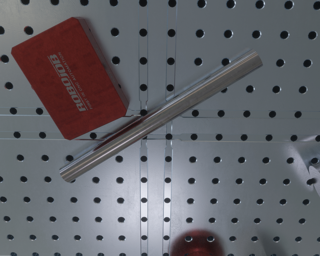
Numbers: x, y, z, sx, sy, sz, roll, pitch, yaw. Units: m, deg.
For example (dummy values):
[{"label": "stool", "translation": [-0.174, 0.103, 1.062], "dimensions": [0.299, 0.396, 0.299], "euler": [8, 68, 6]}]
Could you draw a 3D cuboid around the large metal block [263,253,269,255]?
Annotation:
[{"label": "large metal block", "translation": [0.187, 0.259, 0.481], "dimensions": [0.080, 0.080, 0.050], "euler": [37, 106, -13]}]

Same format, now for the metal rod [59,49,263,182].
[{"label": "metal rod", "translation": [-0.006, -0.011, 0.409], "dimensions": [0.300, 0.025, 0.025], "euler": [-31, 107, 10]}]

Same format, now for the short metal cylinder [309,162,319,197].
[{"label": "short metal cylinder", "translation": [0.246, 0.078, 0.415], "dimensions": [0.050, 0.080, 0.080], "euler": [-24, 109, 8]}]

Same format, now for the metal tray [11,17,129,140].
[{"label": "metal tray", "translation": [-0.108, -0.059, 0.388], "dimensions": [0.090, 0.030, 0.129], "euler": [-24, 109, 8]}]

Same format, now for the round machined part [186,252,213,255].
[{"label": "round machined part", "translation": [0.063, 0.239, 0.493], "dimensions": [0.099, 0.042, 0.097], "euler": [0, 110, 0]}]
